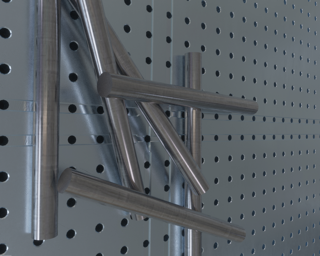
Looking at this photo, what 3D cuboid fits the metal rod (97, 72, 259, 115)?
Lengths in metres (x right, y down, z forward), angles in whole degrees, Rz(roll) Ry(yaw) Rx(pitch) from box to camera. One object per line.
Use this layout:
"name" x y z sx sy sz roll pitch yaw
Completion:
"metal rod" 0.050 -0.038 0.412 0.302 0.025 0.025 2 89 -46

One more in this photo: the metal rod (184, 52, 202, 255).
"metal rod" 0.048 0.043 0.447 0.025 0.025 0.298 0 90 -40

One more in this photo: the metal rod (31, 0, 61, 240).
"metal rod" -0.114 -0.041 0.312 0.025 0.025 0.298 1 89 -40

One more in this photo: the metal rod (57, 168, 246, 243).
"metal rod" 0.015 0.106 0.385 0.301 0.025 0.025 28 73 -37

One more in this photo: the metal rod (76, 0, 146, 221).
"metal rod" -0.052 -0.031 0.343 0.025 0.025 0.298 -25 112 -37

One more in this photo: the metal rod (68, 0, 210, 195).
"metal rod" -0.019 -0.036 0.376 0.025 0.025 0.299 -44 112 -31
